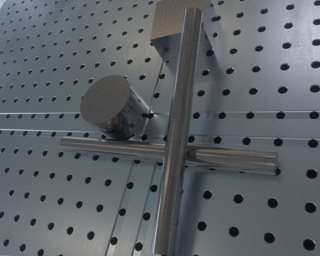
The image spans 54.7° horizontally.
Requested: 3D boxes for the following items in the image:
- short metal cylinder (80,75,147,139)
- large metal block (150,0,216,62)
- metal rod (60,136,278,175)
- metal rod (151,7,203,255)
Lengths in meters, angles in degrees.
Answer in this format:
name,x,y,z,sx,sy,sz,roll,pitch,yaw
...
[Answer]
name,x,y,z,sx,sy,sz,roll,pitch,yaw
short metal cylinder,-0.066,-0.029,0.444,0.080,0.050,0.080,-13,56,21
large metal block,0.037,-0.154,0.467,0.080,0.050,0.080,-6,59,25
metal rod,-0.010,0.030,0.394,0.300,0.025,0.025,3,63,29
metal rod,0.023,-0.012,0.363,0.025,0.025,0.299,-2,69,27
